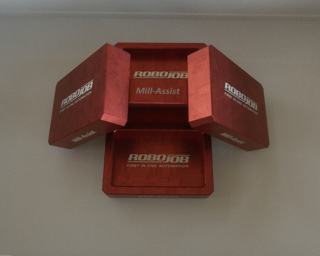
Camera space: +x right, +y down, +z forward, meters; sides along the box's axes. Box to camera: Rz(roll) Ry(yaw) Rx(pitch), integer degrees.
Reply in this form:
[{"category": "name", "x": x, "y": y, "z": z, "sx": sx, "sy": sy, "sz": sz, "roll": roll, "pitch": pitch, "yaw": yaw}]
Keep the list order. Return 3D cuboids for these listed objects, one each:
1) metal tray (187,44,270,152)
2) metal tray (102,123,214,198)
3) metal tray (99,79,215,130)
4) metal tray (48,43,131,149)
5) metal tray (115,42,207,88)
[{"category": "metal tray", "x": 0.085, "y": -0.030, "z": 0.370, "sx": 0.030, "sy": 0.131, "sz": 0.090, "roll": -17, "pitch": 64, "yaw": 40}, {"category": "metal tray", "x": -0.002, "y": 0.041, "z": 0.388, "sx": 0.131, "sy": 0.030, "sz": 0.090, "roll": 1, "pitch": 70, "yaw": -1}, {"category": "metal tray", "x": -0.003, "y": -0.026, "z": 0.383, "sx": 0.131, "sy": 0.090, "sz": 0.030, "roll": 1, "pitch": 70, "yaw": -1}, {"category": "metal tray", "x": -0.087, "y": -0.032, "z": 0.370, "sx": 0.030, "sy": 0.130, "sz": 0.090, "roll": 18, "pitch": 64, "yaw": -39}, {"category": "metal tray", "x": 0.002, "y": -0.073, "z": 0.431, "sx": 0.131, "sy": 0.030, "sz": 0.090, "roll": 0, "pitch": 70, "yaw": -1}]
